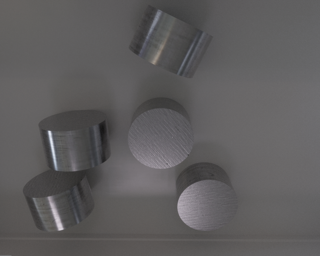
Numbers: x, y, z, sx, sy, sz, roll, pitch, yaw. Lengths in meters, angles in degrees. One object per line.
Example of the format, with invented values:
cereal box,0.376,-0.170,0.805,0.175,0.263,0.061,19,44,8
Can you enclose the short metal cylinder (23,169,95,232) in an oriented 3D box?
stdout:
short metal cylinder,-0.133,0.092,0.414,0.080,0.080,0.050,-9,110,3

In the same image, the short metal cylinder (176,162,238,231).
short metal cylinder,0.063,0.095,0.433,0.081,0.050,0.079,0,110,0

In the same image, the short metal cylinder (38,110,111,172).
short metal cylinder,-0.104,0.013,0.386,0.080,0.080,0.050,-3,110,1

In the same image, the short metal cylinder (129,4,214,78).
short metal cylinder,0.012,-0.096,0.346,0.080,0.080,0.050,23,109,-9

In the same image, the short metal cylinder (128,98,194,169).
short metal cylinder,0.001,0.005,0.400,0.081,0.050,0.079,0,110,0
